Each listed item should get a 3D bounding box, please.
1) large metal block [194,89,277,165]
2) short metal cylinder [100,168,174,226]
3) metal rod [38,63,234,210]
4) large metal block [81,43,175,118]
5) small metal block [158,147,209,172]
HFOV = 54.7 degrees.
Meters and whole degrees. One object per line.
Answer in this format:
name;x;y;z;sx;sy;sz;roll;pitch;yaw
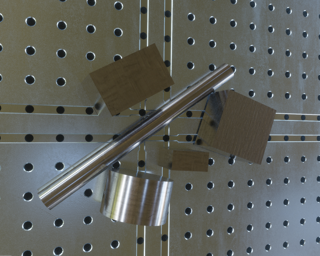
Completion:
large metal block;0.106;0.000;0.437;0.080;0.050;0.080;21;83;-19
short metal cylinder;-0.028;0.081;0.373;0.081;0.080;0.050;12;86;-20
metal rod;-0.019;0.002;0.406;0.301;0.025;0.025;-36;102;-17
large metal block;-0.042;-0.053;0.369;0.080;0.080;0.050;-30;100;-18
small metal block;0.030;0.041;0.412;0.050;0.050;0.025;5;88;-20
